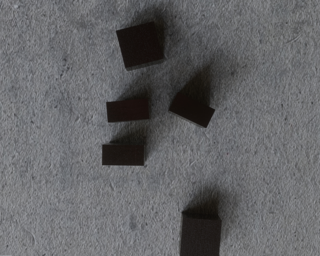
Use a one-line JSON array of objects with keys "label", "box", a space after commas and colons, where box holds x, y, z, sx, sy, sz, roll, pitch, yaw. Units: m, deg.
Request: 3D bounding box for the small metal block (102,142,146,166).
[{"label": "small metal block", "box": [-0.044, 0.033, 0.397, 0.050, 0.050, 0.025, 1, 90, 0]}]

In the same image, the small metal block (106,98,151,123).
[{"label": "small metal block", "box": [-0.039, -0.021, 0.397, 0.050, 0.050, 0.025, -5, 90, 0]}]

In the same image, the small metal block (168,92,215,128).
[{"label": "small metal block", "box": [0.039, -0.022, 0.398, 0.050, 0.050, 0.025, 25, 90, 0]}]

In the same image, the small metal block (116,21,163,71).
[{"label": "small metal block", "box": [-0.026, -0.107, 0.410, 0.050, 0.025, 0.050, -14, 90, 0]}]

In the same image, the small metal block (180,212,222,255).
[{"label": "small metal block", "box": [0.053, 0.142, 0.410, 0.050, 0.025, 0.050, 4, 90, 0]}]
